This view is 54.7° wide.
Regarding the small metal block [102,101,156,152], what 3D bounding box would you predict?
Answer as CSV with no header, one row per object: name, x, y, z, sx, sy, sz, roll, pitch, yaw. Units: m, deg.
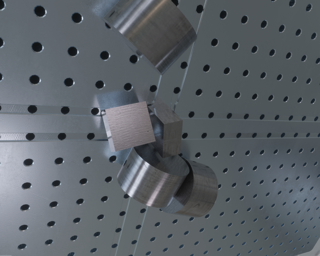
small metal block,-0.038,-0.002,0.374,0.050,0.025,0.050,-14,89,-21

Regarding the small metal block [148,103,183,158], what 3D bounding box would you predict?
small metal block,0.005,0.002,0.399,0.025,0.050,0.050,-12,124,-22

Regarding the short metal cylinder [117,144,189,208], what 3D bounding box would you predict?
short metal cylinder,-0.009,0.058,0.406,0.081,0.080,0.050,16,111,-35

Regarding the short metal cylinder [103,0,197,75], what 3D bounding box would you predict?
short metal cylinder,-0.010,-0.098,0.309,0.050,0.080,0.080,-46,129,4

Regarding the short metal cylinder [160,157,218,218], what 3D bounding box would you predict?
short metal cylinder,0.036,0.086,0.449,0.050,0.080,0.080,22,107,-37
